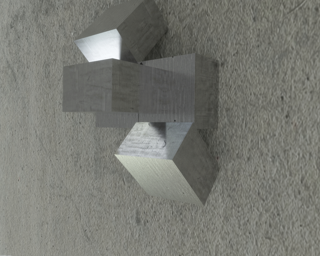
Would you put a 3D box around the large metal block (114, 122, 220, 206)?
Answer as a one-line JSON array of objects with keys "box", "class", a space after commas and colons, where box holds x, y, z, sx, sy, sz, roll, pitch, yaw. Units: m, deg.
[{"box": [0.010, 0.039, 0.353, 0.080, 0.080, 0.050, 1, 47, 39], "class": "large metal block"}]

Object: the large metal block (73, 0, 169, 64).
[{"box": [-0.049, -0.122, 0.401, 0.080, 0.050, 0.080, 1, 47, 40], "class": "large metal block"}]

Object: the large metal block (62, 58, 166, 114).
[{"box": [-0.050, -0.042, 0.345, 0.080, 0.081, 0.050, 2, 91, 39], "class": "large metal block"}]

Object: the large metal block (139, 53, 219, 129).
[{"box": [0.021, -0.040, 0.369, 0.080, 0.050, 0.079, 1, 91, 39], "class": "large metal block"}]

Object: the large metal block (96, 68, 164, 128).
[{"box": [-0.041, -0.040, 0.420, 0.080, 0.050, 0.079, 1, 91, 39], "class": "large metal block"}]
